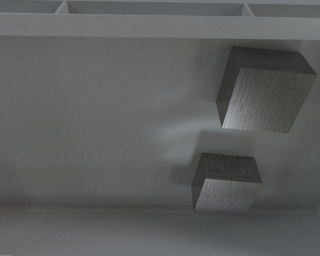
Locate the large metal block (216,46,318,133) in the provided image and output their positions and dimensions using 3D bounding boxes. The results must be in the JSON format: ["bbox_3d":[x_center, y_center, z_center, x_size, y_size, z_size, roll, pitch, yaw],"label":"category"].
[{"bbox_3d":[0.116,-0.043,0.357,0.081,0.050,0.079,5,130,-4],"label":"large metal block"}]

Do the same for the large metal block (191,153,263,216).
[{"bbox_3d":[0.096,0.086,0.467,0.081,0.050,0.079,6,130,-5],"label":"large metal block"}]
